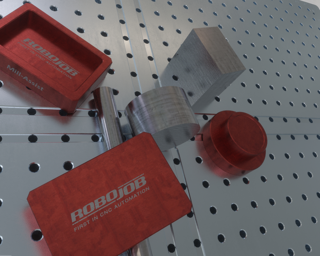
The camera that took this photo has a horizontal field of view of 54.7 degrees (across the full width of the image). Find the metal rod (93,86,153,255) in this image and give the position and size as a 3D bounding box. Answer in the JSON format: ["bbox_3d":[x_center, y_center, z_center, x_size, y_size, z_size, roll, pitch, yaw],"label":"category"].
[{"bbox_3d":[-0.034,0.085,0.337,0.025,0.025,0.299,-3,63,-30],"label":"metal rod"}]

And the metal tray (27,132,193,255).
[{"bbox_3d":[-0.047,0.073,0.301,0.131,0.030,0.090,-28,76,-11],"label":"metal tray"}]

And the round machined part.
[{"bbox_3d":[0.115,0.015,0.450,0.099,0.042,0.098,14,56,-21],"label":"round machined part"}]

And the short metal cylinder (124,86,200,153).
[{"bbox_3d":[0.002,-0.008,0.379,0.081,0.080,0.050,-8,66,-32],"label":"short metal cylinder"}]

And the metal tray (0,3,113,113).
[{"bbox_3d":[-0.137,-0.088,0.384,0.130,0.030,0.090,34,51,-6],"label":"metal tray"}]

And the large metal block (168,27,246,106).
[{"bbox_3d":[0.067,-0.092,0.466,0.050,0.080,0.080,-17,71,-35],"label":"large metal block"}]
